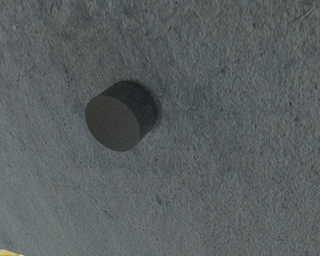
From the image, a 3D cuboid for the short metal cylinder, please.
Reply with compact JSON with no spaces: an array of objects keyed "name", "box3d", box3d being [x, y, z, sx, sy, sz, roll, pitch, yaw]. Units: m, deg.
[{"name":"short metal cylinder","box3d":[-0.050,-0.016,0.408,0.080,0.050,0.080,13,124,21]}]
